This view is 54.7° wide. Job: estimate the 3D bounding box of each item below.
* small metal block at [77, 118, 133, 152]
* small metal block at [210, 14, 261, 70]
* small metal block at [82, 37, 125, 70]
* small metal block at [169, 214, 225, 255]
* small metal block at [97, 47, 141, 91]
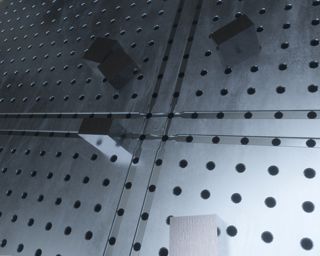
[{"bbox_3d":[-0.074,0.009,0.424,0.050,0.050,0.025,1,63,28],"label":"small metal block"},{"bbox_3d":[0.100,-0.112,0.408,0.050,0.050,0.025,-30,52,9],"label":"small metal block"},{"bbox_3d":[-0.098,-0.128,0.536,0.050,0.025,0.050,21,73,35],"label":"small metal block"},{"bbox_3d":[0.038,0.118,0.316,0.050,0.025,0.050,-11,57,22],"label":"small metal block"},{"bbox_3d":[-0.067,-0.096,0.500,0.050,0.025,0.050,-40,51,1],"label":"small metal block"}]
